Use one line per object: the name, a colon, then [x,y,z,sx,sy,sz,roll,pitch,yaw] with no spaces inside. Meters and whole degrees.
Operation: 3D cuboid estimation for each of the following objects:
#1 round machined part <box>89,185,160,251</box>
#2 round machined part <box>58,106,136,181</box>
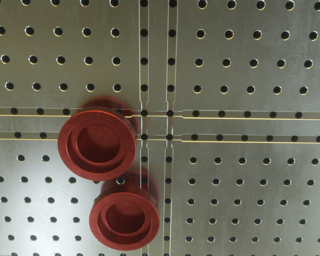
round machined part: [-0.049,0.125,0.450,0.099,0.042,0.097,0,110,0]
round machined part: [-0.080,0.017,0.410,0.099,0.042,0.097,0,110,0]
